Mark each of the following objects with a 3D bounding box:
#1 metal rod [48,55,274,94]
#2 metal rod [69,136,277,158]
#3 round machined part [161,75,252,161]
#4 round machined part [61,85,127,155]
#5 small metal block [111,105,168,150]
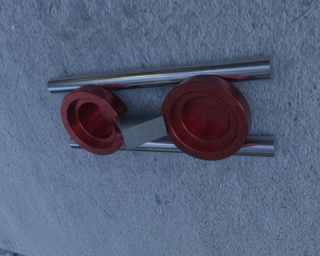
[{"bbox_3d":[-0.021,-0.061,0.381,0.300,0.025,0.025,0,119,28],"label":"metal rod"},{"bbox_3d":[-0.002,0.021,0.422,0.300,0.025,0.025,0,119,28],"label":"metal rod"},{"bbox_3d":[0.054,-0.014,0.353,0.098,0.042,0.097,13,124,21],"label":"round machined part"},{"bbox_3d":[-0.083,-0.014,0.427,0.098,0.042,0.097,13,124,21],"label":"round machined part"},{"bbox_3d":[-0.026,-0.002,0.370,0.050,0.050,0.025,-138,31,-61],"label":"small metal block"}]
